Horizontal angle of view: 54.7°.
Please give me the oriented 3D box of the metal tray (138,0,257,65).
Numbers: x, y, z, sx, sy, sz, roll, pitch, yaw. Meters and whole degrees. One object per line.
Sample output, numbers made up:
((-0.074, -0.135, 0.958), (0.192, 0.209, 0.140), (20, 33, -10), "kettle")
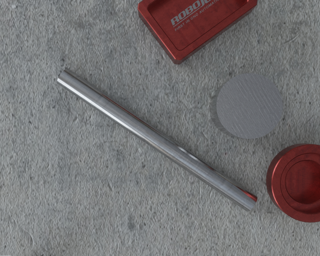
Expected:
((0.048, -0.158, 0.407), (0.130, 0.030, 0.090), (-36, 90, -1), "metal tray")

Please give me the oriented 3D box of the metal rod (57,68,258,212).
((-0.003, 0.016, 0.409), (0.301, 0.025, 0.025), (34, 90, -1), "metal rod")

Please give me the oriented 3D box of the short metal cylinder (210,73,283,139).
((0.108, -0.027, 0.399), (0.081, 0.050, 0.079), (0, 90, -1), "short metal cylinder")

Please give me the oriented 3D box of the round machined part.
((0.187, 0.069, 0.404), (0.099, 0.042, 0.097), (0, 90, -1), "round machined part")
